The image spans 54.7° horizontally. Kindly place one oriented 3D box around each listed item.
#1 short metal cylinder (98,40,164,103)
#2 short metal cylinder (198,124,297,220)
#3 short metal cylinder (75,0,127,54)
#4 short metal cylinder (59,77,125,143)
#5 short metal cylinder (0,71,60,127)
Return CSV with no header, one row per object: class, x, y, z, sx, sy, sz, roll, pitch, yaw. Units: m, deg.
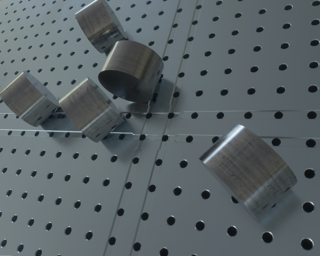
short metal cylinder,-0.040,-0.078,0.441,0.080,0.080,0.050,6,65,30
short metal cylinder,0.084,0.042,0.303,0.050,0.080,0.080,-43,51,-1
short metal cylinder,-0.099,-0.175,0.531,0.050,0.080,0.080,-29,52,9
short metal cylinder,-0.094,-0.026,0.436,0.050,0.080,0.080,-40,51,1
short metal cylinder,-0.212,-0.048,0.511,0.050,0.080,0.080,-43,51,-1
